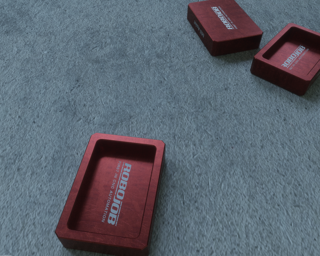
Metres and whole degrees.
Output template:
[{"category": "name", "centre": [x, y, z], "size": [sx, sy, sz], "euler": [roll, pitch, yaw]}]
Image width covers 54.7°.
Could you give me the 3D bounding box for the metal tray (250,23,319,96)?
[{"category": "metal tray", "centre": [0.218, -0.115, 0.497], "size": [0.090, 0.030, 0.131], "euler": [33, 57, 24]}]

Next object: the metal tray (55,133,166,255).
[{"category": "metal tray", "centre": [-0.047, 0.068, 0.341], "size": [0.090, 0.030, 0.130], "euler": [7, 50, 5]}]

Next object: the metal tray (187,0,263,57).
[{"category": "metal tray", "centre": [0.112, -0.185, 0.556], "size": [0.091, 0.030, 0.130], "euler": [-13, 51, -11]}]
